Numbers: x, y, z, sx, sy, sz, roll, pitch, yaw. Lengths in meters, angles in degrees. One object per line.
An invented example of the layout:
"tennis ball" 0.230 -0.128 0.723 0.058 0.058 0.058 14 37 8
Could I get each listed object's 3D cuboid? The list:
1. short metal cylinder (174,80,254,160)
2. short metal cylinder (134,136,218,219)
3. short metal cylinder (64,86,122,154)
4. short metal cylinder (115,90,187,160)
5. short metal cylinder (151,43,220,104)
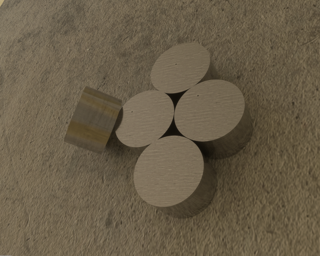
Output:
"short metal cylinder" 0.064 -0.009 0.362 0.080 0.050 0.080 -13 56 21
"short metal cylinder" 0.018 0.055 0.346 0.080 0.050 0.080 -13 56 21
"short metal cylinder" -0.090 -0.010 0.416 0.080 0.050 0.080 -157 89 -78
"short metal cylinder" -0.009 -0.001 0.395 0.080 0.050 0.080 -13 56 21
"short metal cylinder" 0.035 -0.065 0.411 0.080 0.050 0.080 -13 56 21
